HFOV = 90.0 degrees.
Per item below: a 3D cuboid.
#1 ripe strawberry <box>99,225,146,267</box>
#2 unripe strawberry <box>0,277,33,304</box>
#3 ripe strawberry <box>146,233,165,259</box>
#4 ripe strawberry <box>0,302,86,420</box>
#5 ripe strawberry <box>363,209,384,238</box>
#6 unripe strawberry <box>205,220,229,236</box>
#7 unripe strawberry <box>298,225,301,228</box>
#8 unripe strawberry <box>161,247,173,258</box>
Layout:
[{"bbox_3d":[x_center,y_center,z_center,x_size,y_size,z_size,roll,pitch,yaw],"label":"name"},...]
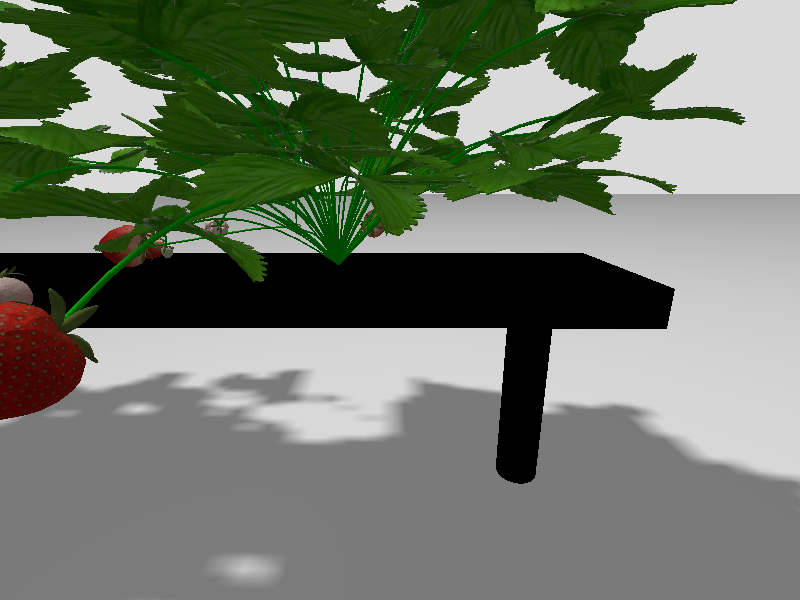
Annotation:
[{"bbox_3d":[-0.236,-0.046,0.343,0.034,0.035,0.031,-1,17,-2],"label":"ripe strawberry"},{"bbox_3d":[-0.206,0.000,0.209,0.021,0.025,0.025,-16,23,-42],"label":"unripe strawberry"},{"bbox_3d":[-0.235,-0.050,0.378,0.024,0.023,0.022,37,18,-3],"label":"ripe strawberry"},{"bbox_3d":[-0.119,0.020,0.122,0.031,0.035,0.033,4,35,14],"label":"ripe strawberry"},{"bbox_3d":[-0.032,-0.101,0.527,0.032,0.036,0.035,2,16,7],"label":"ripe strawberry"},{"bbox_3d":[-0.238,-0.092,0.518,0.028,0.025,0.026,-17,3,-44],"label":"unripe strawberry"},{"bbox_3d":[-0.136,-0.094,0.526,0.011,0.010,0.010,-7,18,-23],"label":"unripe strawberry"},{"bbox_3d":[-0.198,-0.040,0.340,0.010,0.010,0.009,-1,17,-5],"label":"unripe strawberry"}]
